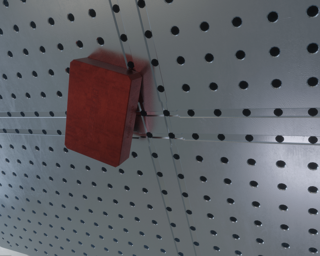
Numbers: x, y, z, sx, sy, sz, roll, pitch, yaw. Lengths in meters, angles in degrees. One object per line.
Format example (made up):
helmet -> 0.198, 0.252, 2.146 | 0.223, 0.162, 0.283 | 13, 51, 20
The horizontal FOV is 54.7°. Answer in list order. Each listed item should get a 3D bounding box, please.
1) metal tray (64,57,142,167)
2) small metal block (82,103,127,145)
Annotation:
metal tray -> -0.080, -0.021, 0.420 | 0.090, 0.030, 0.129 | 19, 114, 17
small metal block -> -0.079, -0.007, 0.449 | 0.050, 0.025, 0.050 | 8, 122, 24
